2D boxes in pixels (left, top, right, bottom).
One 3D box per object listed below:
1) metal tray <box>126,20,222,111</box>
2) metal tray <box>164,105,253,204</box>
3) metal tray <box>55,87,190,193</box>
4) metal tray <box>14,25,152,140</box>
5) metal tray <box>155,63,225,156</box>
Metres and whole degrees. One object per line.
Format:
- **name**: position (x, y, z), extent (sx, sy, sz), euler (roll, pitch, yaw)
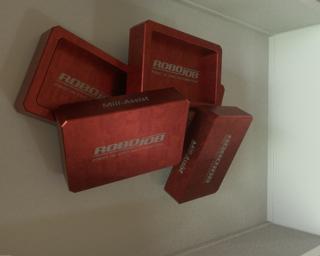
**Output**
- **metal tray**: position (0.023, -0.069, 0.382), extent (0.131, 0.030, 0.089), euler (5, 87, -40)
- **metal tray**: position (0.066, 0.035, 0.417), extent (0.091, 0.030, 0.129), euler (-2, 120, -46)
- **metal tray**: position (-0.037, 0.011, 0.328), extent (0.131, 0.030, 0.089), euler (-12, 128, -24)
- **metal tray**: position (-0.075, -0.037, 0.338), extent (0.131, 0.030, 0.090), euler (25, 74, -38)
- **metal tray**: position (0.041, -0.016, 0.437), extent (0.090, 0.030, 0.130), euler (25, 74, -38)
